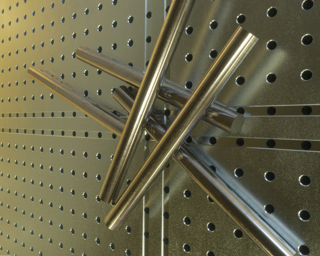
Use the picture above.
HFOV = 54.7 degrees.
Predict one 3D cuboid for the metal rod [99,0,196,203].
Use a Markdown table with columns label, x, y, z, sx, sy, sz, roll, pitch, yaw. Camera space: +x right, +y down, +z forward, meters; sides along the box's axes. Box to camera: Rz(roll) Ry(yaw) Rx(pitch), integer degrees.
| label | x | y | z | sx | sy | sz | roll | pitch | yaw |
| --- | --- | --- | --- | --- | --- | --- | --- | --- | --- |
| metal rod | -0.019 | -0.034 | 0.388 | 0.025 | 0.025 | 0.298 | 35 | 111 | 34 |

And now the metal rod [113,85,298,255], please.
| label | x | y | z | sx | sy | sz | roll | pitch | yaw |
| --- | --- | --- | --- | --- | --- | --- | --- | --- | --- |
| metal rod | 0.034 | 0.039 | 0.379 | 0.300 | 0.025 | 0.025 | 44 | 117 | 30 |

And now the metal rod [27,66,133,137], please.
| label | x | y | z | sx | sy | sz | roll | pitch | yaw |
| --- | --- | --- | --- | --- | --- | --- | --- | --- | --- |
| metal rod | -0.143 | -0.049 | 0.524 | 0.300 | 0.025 | 0.025 | 30 | 108 | 35 |

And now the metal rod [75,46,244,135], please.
| label | x | y | z | sx | sy | sz | roll | pitch | yaw |
| --- | --- | --- | --- | --- | --- | --- | --- | --- | --- |
| metal rod | -0.022 | -0.064 | 0.425 | 0.300 | 0.025 | 0.025 | 29 | 108 | 35 |

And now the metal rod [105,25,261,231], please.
| label | x | y | z | sx | sy | sz | roll | pitch | yaw |
| --- | --- | --- | --- | --- | --- | --- | --- | --- | --- |
| metal rod | 0.011 | 0.019 | 0.364 | 0.025 | 0.025 | 0.298 | 49 | 118 | 28 |
